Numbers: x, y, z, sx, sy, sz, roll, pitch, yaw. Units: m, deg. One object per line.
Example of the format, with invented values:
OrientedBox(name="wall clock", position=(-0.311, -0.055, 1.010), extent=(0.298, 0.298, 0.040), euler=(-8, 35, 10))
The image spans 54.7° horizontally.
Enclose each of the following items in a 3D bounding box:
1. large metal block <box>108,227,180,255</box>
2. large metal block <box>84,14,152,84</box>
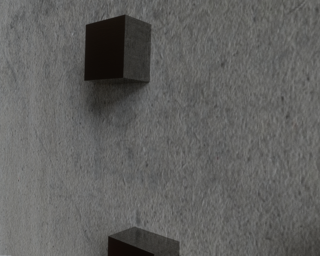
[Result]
OrientedBox(name="large metal block", position=(-0.023, 0.185, 0.406), extent=(0.080, 0.050, 0.079), euler=(3, 92, 39))
OrientedBox(name="large metal block", position=(-0.060, -0.106, 0.436), extent=(0.080, 0.050, 0.079), euler=(3, 92, 39))
